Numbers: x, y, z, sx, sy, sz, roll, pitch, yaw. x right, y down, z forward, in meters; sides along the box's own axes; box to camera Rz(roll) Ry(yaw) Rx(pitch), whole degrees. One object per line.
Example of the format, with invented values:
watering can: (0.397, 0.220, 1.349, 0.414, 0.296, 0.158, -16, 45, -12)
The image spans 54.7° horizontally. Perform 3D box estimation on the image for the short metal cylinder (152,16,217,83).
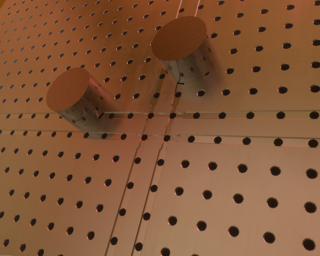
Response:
short metal cylinder: (0.035, -0.112, 0.442, 0.080, 0.050, 0.080, -13, 56, 21)

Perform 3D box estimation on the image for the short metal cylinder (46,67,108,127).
short metal cylinder: (-0.131, -0.049, 0.491, 0.080, 0.050, 0.080, -13, 56, 21)
